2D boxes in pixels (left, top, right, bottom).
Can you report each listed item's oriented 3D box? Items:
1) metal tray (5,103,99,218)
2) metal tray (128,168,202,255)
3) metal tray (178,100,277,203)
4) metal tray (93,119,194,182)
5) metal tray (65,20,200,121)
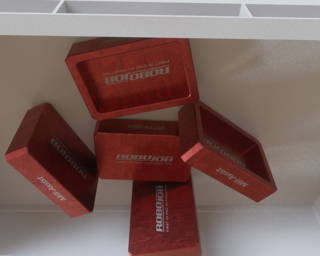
[{"bbox_3d":[-0.128,0.043,0.399,0.030,0.090,0.130,-20,128,14],"label":"metal tray"},{"bbox_3d":[0.006,0.121,0.439,0.090,0.130,0.030,-10,130,7],"label":"metal tray"},{"bbox_3d":[0.083,0.028,0.388,0.131,0.090,0.030,31,124,-24],"label":"metal tray"},{"bbox_3d":[-0.021,0.033,0.430,0.131,0.030,0.089,2,130,-3],"label":"metal tray"},{"bbox_3d":[-0.027,-0.061,0.351,0.131,0.030,0.090,-10,130,8],"label":"metal tray"}]
